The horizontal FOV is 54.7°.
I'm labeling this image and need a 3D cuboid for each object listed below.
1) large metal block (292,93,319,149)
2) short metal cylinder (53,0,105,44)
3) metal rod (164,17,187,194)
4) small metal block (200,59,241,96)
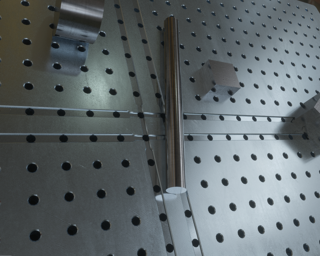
[{"bbox_3d":[0.303,-0.014,0.568,0.080,0.050,0.080,47,51,4],"label":"large metal block"},{"bbox_3d":[-0.109,-0.156,0.410,0.050,0.080,0.080,6,59,-26],"label":"short metal cylinder"},{"bbox_3d":[0.019,-0.052,0.452,0.025,0.025,0.299,14,56,-21],"label":"metal rod"},{"bbox_3d":[0.100,-0.083,0.515,0.050,0.025,0.050,4,60,-27],"label":"small metal block"}]
